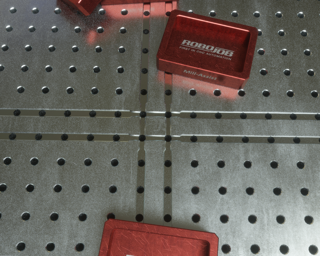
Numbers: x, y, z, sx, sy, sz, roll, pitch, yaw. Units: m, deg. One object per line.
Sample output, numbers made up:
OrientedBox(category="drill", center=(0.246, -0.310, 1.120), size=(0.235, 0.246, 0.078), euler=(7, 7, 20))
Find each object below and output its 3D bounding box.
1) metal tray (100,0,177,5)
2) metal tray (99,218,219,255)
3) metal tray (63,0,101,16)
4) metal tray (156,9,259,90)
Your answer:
OrientedBox(category="metal tray", center=(-0.037, -0.248, 0.499), size=(0.131, 0.030, 0.090), euler=(-4, 70, -2))
OrientedBox(category="metal tray", center=(-0.004, 0.158, 0.351), size=(0.131, 0.030, 0.090), euler=(7, 70, 2))
OrientedBox(category="metal tray", center=(-0.104, -0.245, 0.468), size=(0.090, 0.030, 0.130), euler=(39, 91, 25))
OrientedBox(category="metal tray", center=(0.069, -0.116, 0.452), size=(0.131, 0.030, 0.090), euler=(15, 70, 5))
